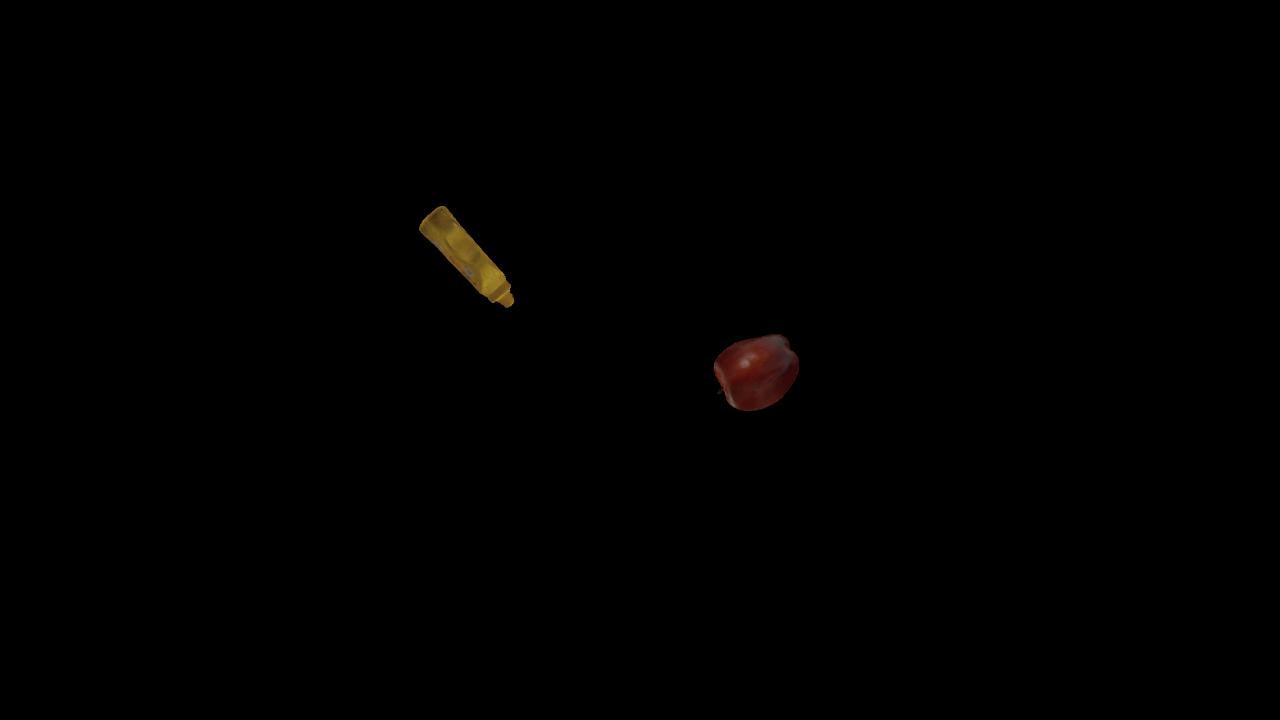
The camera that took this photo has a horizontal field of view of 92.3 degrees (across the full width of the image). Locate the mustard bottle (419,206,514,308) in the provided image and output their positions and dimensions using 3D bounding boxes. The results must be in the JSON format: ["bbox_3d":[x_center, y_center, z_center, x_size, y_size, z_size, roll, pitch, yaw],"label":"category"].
[{"bbox_3d":[-0.268,-0.156,0.982,0.054,0.184,0.092,-47,16,-21],"label":"mustard bottle"}]

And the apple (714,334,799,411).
[{"bbox_3d":[0.125,0.014,0.670,0.093,0.079,0.079,-27,-2,3],"label":"apple"}]
